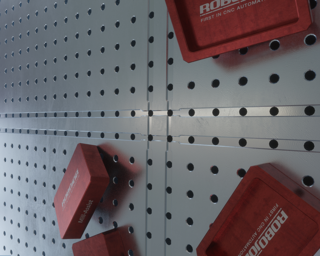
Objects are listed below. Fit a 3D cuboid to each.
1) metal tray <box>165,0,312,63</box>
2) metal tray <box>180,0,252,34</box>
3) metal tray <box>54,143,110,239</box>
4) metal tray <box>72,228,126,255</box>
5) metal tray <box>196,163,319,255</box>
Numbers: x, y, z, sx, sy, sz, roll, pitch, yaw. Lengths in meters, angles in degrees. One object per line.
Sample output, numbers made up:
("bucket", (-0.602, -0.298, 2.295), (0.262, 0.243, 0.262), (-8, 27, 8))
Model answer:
("metal tray", (0.074, -0.126, 0.310), (0.130, 0.030, 0.090), (-10, 108, 31))
("metal tray", (0.055, -0.189, 0.362), (0.090, 0.030, 0.130), (-34, 69, 35))
("metal tray", (-0.130, 0.101, 0.498), (0.129, 0.030, 0.090), (-61, 38, 22))
("metal tray", (-0.085, 0.231, 0.478), (0.090, 0.030, 0.130), (-31, 71, 35))
("metal tray", (0.104, 0.113, 0.320), (0.090, 0.030, 0.129), (40, 114, 32))
